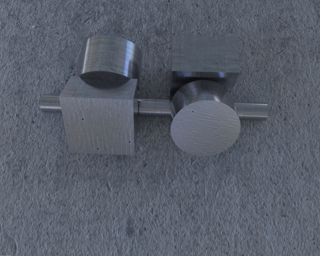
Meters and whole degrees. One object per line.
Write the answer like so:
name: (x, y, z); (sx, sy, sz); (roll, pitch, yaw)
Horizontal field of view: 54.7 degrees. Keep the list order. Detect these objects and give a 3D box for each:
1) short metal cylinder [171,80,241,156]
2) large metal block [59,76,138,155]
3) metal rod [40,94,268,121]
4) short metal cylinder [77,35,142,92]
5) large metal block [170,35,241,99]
short metal cylinder: (0.053, -0.012, 0.378); (0.080, 0.079, 0.050); (2, 35, 0)
large metal block: (-0.069, -0.015, 0.378); (0.080, 0.079, 0.050); (3, 36, 0)
metal rod: (-0.008, -0.028, 0.421); (0.302, 0.025, 0.025); (2, 70, 0)
short metal cylinder: (-0.065, -0.076, 0.407); (0.080, 0.080, 0.050); (3, 70, 1)
large metal block: (0.055, -0.076, 0.408); (0.080, 0.080, 0.050); (1, 70, 0)
